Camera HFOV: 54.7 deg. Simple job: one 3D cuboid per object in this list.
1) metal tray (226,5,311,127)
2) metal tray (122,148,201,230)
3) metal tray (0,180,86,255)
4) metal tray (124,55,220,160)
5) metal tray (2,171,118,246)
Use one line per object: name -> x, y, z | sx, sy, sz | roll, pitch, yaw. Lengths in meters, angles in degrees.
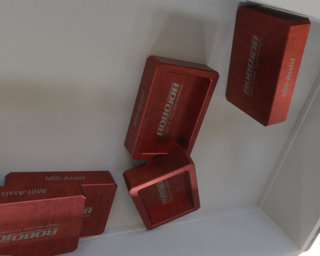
metal tray -> 0.128, -0.079, 0.389 | 0.030, 0.090, 0.129 | -13, 124, -22
metal tray -> 0.007, 0.092, 0.444 | 0.091, 0.030, 0.129 | -21, 139, -7
metal tray -> -0.157, 0.108, 0.348 | 0.131, 0.030, 0.089 | 0, 118, -29
metal tray -> 0.014, -0.021, 0.401 | 0.091, 0.030, 0.129 | 3, 117, -30
metal tray -> -0.129, 0.101, 0.398 | 0.131, 0.030, 0.089 | 4, 117, -31
